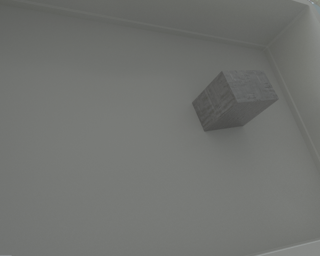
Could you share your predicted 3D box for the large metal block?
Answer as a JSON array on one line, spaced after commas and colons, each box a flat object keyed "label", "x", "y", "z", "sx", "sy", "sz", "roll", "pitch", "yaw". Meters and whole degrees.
[{"label": "large metal block", "x": 0.107, "y": -0.039, "z": 0.451, "sx": 0.081, "sy": 0.080, "sz": 0.050, "roll": -7, "pitch": 65, "yaw": -31}]
